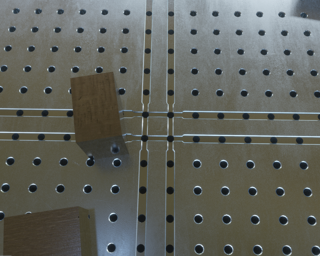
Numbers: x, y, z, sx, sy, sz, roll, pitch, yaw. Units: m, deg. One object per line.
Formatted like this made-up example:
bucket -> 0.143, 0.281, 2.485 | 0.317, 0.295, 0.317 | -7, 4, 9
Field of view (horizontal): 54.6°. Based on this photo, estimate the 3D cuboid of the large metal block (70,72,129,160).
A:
large metal block -> -0.073, -0.012, 0.387 | 0.050, 0.080, 0.080 | -9, 70, -3

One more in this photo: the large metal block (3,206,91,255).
large metal block -> -0.123, 0.137, 0.348 | 0.080, 0.050, 0.080 | -8, 70, -3
